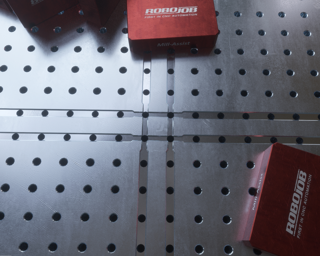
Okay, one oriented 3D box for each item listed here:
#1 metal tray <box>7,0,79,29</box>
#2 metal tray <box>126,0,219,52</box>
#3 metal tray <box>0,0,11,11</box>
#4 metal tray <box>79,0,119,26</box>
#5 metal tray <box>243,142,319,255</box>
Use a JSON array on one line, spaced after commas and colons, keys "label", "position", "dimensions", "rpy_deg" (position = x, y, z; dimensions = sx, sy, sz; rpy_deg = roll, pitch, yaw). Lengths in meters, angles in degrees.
[{"label": "metal tray", "position": [-0.162, -0.212, 0.453], "dimensions": [0.131, 0.090, 0.030], "rpy_deg": [-33, 74, -11]}, {"label": "metal tray", "position": [0.017, -0.165, 0.470], "dimensions": [0.131, 0.030, 0.090], "rpy_deg": [-4, 70, -2]}, {"label": "metal tray", "position": [-0.245, -0.261, 0.503], "dimensions": [0.090, 0.030, 0.130], "rpy_deg": [25, 72, 8]}, {"label": "metal tray", "position": [-0.076, -0.232, 0.461], "dimensions": [0.030, 0.090, 0.130], "rpy_deg": [23, 72, 8]}, {"label": "metal tray", "position": [0.163, 0.092, 0.376], "dimensions": [0.090, 0.030, 0.130], "rpy_deg": [18, 71, 6]}]
